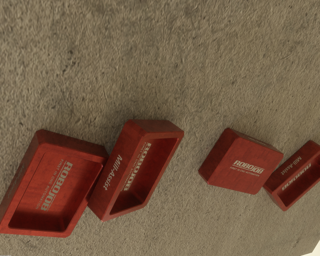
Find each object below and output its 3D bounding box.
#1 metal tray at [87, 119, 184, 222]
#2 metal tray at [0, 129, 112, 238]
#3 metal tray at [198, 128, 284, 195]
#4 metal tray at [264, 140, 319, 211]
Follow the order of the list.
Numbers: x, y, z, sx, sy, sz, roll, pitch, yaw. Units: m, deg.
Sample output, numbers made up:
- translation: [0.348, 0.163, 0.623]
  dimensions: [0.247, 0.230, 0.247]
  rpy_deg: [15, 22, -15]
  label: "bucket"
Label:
- translation: [-0.029, 0.052, 0.397]
  dimensions: [0.091, 0.030, 0.129]
  rpy_deg: [0, 121, -56]
  label: "metal tray"
- translation: [-0.129, 0.073, 0.377]
  dimensions: [0.091, 0.030, 0.129]
  rpy_deg: [20, 108, -36]
  label: "metal tray"
- translation: [0.137, 0.059, 0.515]
  dimensions: [0.131, 0.030, 0.090]
  rpy_deg: [19, 108, -36]
  label: "metal tray"
- translation: [0.271, 0.096, 0.610]
  dimensions: [0.130, 0.030, 0.090]
  rpy_deg: [-42, 130, 0]
  label: "metal tray"
